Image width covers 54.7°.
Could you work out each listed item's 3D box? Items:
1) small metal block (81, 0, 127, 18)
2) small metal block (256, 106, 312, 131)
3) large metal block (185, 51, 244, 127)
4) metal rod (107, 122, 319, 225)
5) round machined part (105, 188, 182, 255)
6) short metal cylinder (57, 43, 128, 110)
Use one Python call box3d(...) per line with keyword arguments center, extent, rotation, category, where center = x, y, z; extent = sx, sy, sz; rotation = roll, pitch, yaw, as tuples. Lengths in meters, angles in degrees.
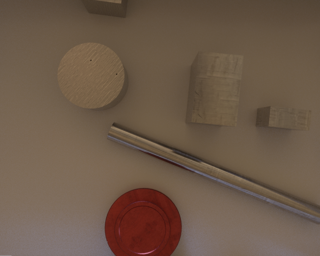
box3d(center=(-0.070, -0.166, 0.398), extent=(0.050, 0.050, 0.025), rotation=(7, 90, -1), category="small metal block")
box3d(center=(0.158, -0.012, 0.401), extent=(0.050, 0.050, 0.025), rotation=(6, 90, -1), category="small metal block")
box3d(center=(0.064, -0.044, 0.385), extent=(0.050, 0.080, 0.079), rotation=(6, 90, 0), category="large metal block")
box3d(center=(0.075, 0.060, 0.412), extent=(0.301, 0.025, 0.025), rotation=(22, 90, -1), category="metal rod")
box3d(center=(-0.021, 0.126, 0.395), extent=(0.099, 0.042, 0.097), rotation=(0, 80, -1), category="round machined part")
box3d(center=(-0.083, -0.063, 0.398), extent=(0.081, 0.050, 0.079), rotation=(0, 90, -1), category="short metal cylinder")
